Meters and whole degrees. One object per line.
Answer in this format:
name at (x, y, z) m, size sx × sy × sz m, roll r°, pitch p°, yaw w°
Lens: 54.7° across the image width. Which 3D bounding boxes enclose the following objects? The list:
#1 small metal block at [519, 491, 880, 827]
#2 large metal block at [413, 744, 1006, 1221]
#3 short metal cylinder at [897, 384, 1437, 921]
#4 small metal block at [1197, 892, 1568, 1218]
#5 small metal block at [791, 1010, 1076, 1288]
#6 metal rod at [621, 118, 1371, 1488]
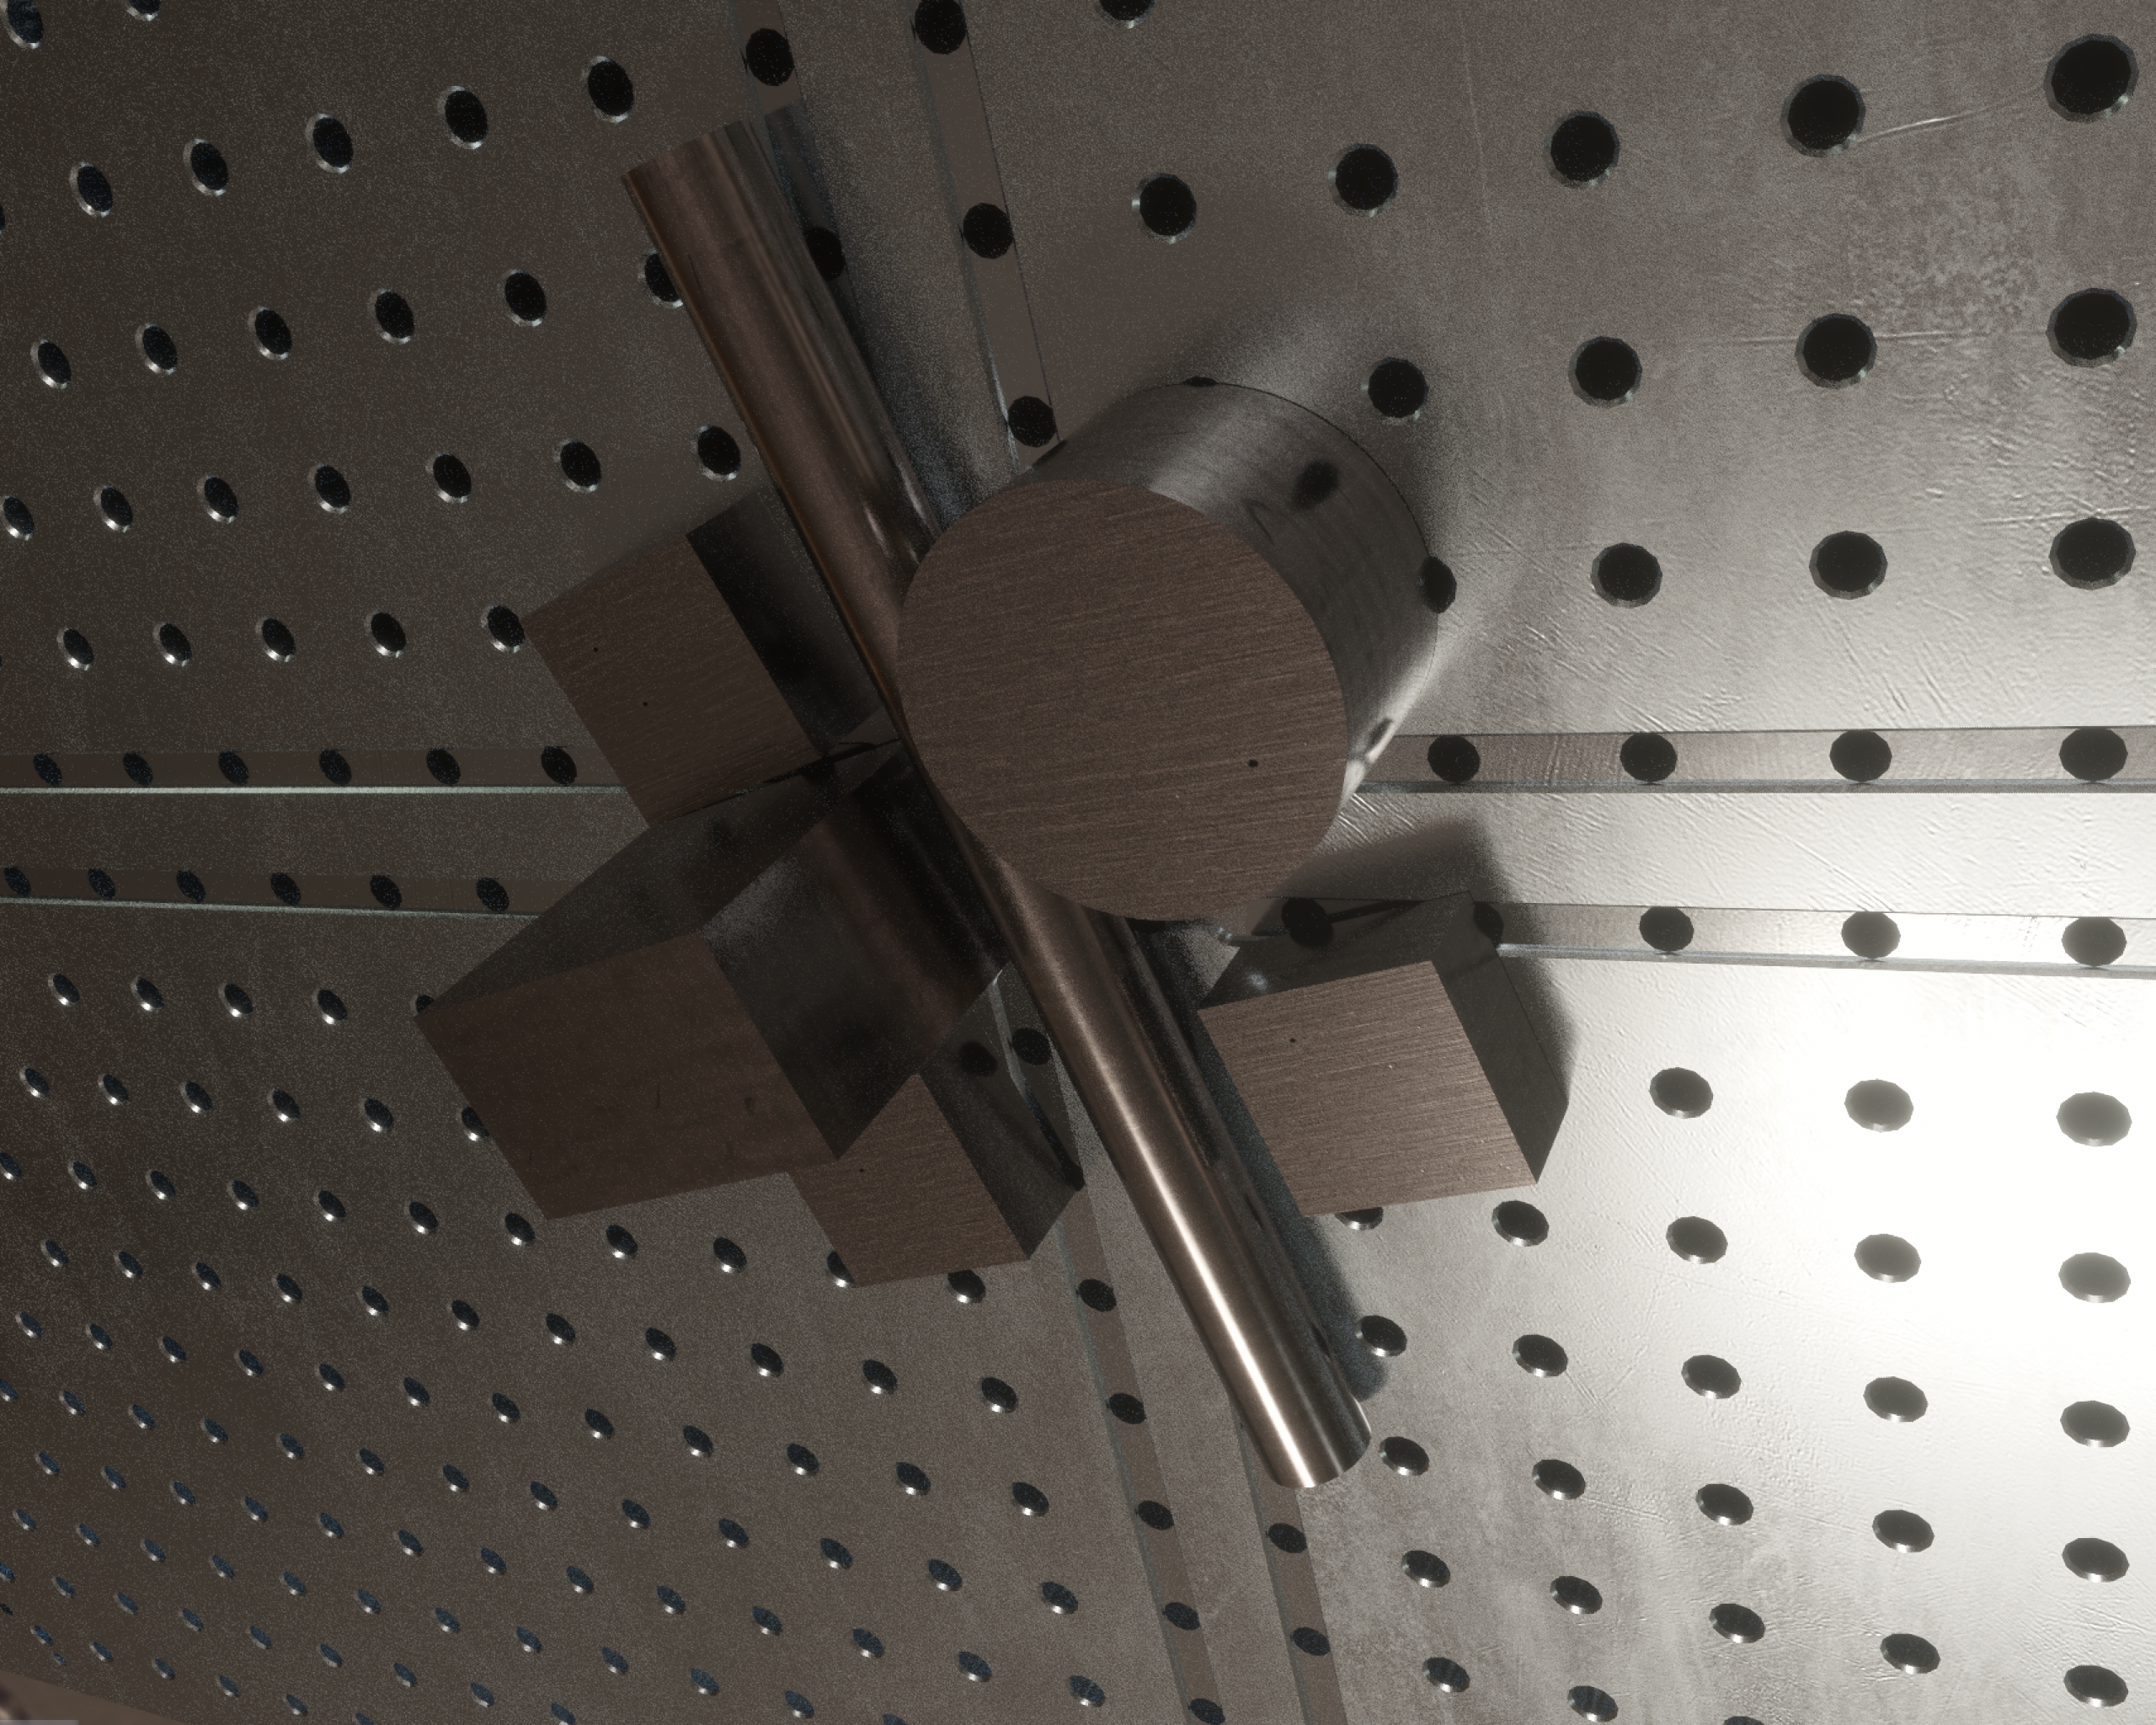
small metal block at (-0.077, -0.041, 0.425) m, size 0.050 × 0.025 × 0.050 m, roll -19°, pitch 109°, yaw 35°
large metal block at (-0.070, 0.023, 0.423) m, size 0.080 × 0.080 × 0.050 m, roll -16°, pitch 110°, yaw 34°
short metal cylinder at (0.016, -0.037, 0.362) m, size 0.080 × 0.050 × 0.079 m, roll 13°, pitch 124°, yaw 20°
small metal block at (0.059, 0.038, 0.402) m, size 0.050 × 0.025 × 0.050 m, roll -15°, pitch 111°, yaw 34°
small metal block at (-0.037, 0.065, 0.469) m, size 0.050 × 0.025 × 0.050 m, roll -17°, pitch 110°, yaw 34°
metal rod at (-0.008, 0.002, 0.415) m, size 0.025 × 0.025 × 0.299 m, roll -13°, pitch 112°, yaw 33°
